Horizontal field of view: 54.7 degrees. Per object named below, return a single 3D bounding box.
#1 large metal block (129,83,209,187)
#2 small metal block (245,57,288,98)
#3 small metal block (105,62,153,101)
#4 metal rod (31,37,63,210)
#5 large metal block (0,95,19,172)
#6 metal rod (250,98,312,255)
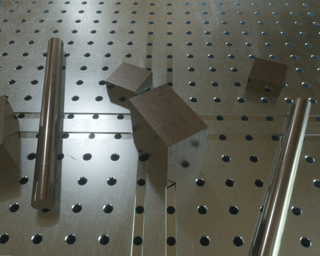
[{"bbox_3d":[0.008,0.008,0.365,0.050,0.080,0.080,-26,55,-20],"label":"large metal block"},{"bbox_3d":[0.163,-0.078,0.474,0.050,0.025,0.050,18,52,14],"label":"small metal block"},{"bbox_3d":[-0.045,-0.068,0.465,0.050,0.025,0.050,22,53,17],"label":"small metal block"},{"bbox_3d":[-0.152,-0.030,0.431,0.025,0.025,0.300,-7,50,-6],"label":"metal rod"},{"bbox_3d":[-0.224,0.012,0.380,0.081,0.050,0.080,-12,51,-10],"label":"large metal block"},{"bbox_3d":[0.135,0.071,0.348,0.025,0.025,0.301,20,53,16],"label":"metal rod"}]
